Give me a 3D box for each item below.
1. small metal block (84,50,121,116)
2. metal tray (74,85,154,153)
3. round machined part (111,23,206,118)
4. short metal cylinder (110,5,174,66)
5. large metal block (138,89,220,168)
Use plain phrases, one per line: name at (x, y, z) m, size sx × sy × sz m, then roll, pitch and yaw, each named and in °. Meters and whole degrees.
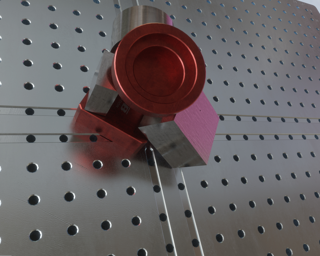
small metal block at (-0.062, -0.050, 0.350) m, size 0.025 × 0.050 × 0.050 m, roll 18°, pitch 55°, yaw -19°
metal tray at (-0.041, -0.042, 0.410) m, size 0.090 × 0.030 × 0.130 m, roll 30°, pitch 52°, yaw -9°
round machined part at (-0.004, -0.059, 0.337) m, size 0.099 × 0.042 × 0.097 m, roll 3°, pitch 81°, yaw -17°
short metal cylinder at (-0.021, -0.103, 0.387) m, size 0.081 × 0.080 × 0.050 m, roll 13°, pitch 57°, yaw -22°
large metal block at (0.028, -0.007, 0.390) m, size 0.080 × 0.050 × 0.080 m, roll 52°, pitch 44°, yaw -32°
